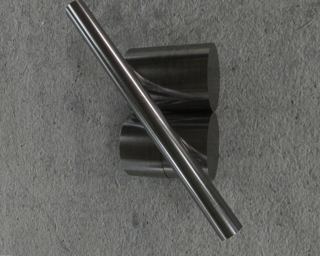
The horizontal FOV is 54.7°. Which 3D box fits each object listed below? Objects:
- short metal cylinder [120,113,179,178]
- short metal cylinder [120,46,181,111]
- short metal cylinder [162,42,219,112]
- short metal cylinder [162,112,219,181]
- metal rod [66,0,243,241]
[{"bbox_3d":[-0.009,0.021,0.384,0.050,0.080,0.079,1,90,20],"label":"short metal cylinder"},{"bbox_3d":[-0.008,-0.060,0.384,0.050,0.080,0.079,1,90,20],"label":"short metal cylinder"},{"bbox_3d":[0.039,-0.059,0.367,0.050,0.080,0.079,1,90,20],"label":"short metal cylinder"},{"bbox_3d":[0.039,0.021,0.367,0.050,0.080,0.079,1,90,20],"label":"short metal cylinder"},{"bbox_3d":[-0.014,-0.018,0.330,0.025,0.025,0.299,-38,78,16],"label":"metal rod"}]
